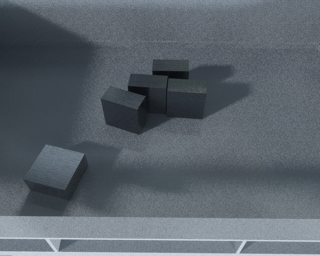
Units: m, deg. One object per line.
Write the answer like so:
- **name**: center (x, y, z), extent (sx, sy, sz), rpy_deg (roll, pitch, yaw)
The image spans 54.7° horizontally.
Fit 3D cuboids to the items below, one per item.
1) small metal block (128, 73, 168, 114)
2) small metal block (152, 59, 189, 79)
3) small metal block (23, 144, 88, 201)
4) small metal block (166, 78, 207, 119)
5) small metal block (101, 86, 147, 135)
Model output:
- **small metal block**: center (-0.016, -0.046, 0.428), extent (0.050, 0.050, 0.025), rpy_deg (4, 50, 3)
- **small metal block**: center (0.015, -0.071, 0.449), extent (0.050, 0.050, 0.025), rpy_deg (1, 50, 0)
- **small metal block**: center (-0.119, 0.051, 0.361), extent (0.050, 0.025, 0.050), rpy_deg (12, 51, 10)
- **small metal block**: center (0.035, -0.039, 0.422), extent (0.050, 0.050, 0.025), rpy_deg (4, 50, 3)
- **small metal block**: center (-0.046, -0.023, 0.407), extent (0.050, 0.050, 0.025), rpy_deg (17, 52, 13)
